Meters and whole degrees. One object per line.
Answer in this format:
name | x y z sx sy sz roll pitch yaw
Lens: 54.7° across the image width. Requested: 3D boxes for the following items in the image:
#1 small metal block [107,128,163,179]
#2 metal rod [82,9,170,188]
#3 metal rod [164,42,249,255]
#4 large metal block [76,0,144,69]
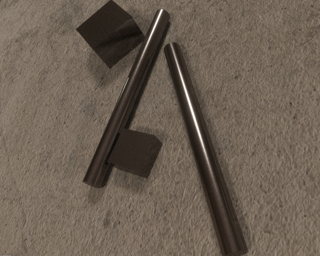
small metal block | -0.032 0.032 0.400 0.050 0.025 0.050 12 68 32
metal rod | -0.042 -0.057 0.459 0.025 0.025 0.300 6 64 30
metal rod | 0.045 0.000 0.379 0.025 0.025 0.299 -23 53 14
large metal block | -0.084 -0.161 0.529 0.080 0.050 0.080 -40 51 0
